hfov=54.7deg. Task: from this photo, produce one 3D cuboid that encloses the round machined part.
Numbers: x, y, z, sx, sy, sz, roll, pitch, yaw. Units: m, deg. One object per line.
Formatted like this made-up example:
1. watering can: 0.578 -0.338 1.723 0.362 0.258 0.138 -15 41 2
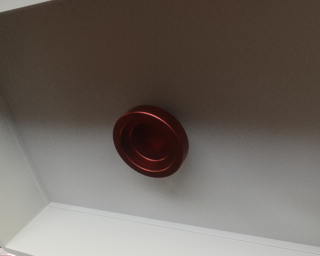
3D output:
1. round machined part: -0.008 0.013 0.404 0.098 0.042 0.097 13 124 20
